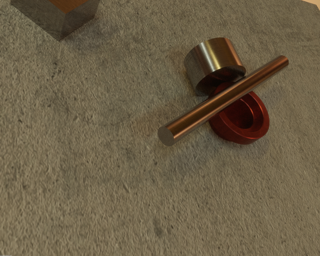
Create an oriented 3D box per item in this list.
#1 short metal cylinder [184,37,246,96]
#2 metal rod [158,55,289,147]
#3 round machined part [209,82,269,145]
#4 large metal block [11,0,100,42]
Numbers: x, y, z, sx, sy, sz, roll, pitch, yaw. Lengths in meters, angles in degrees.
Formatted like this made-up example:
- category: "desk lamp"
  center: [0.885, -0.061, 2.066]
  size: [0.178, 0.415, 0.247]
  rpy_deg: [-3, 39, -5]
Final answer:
- category: "short metal cylinder"
  center: [0.082, -0.091, 0.470]
  size: [0.081, 0.080, 0.050]
  rpy_deg: [-6, 65, -31]
- category: "metal rod"
  center: [0.108, -0.052, 0.441]
  size: [0.302, 0.025, 0.025]
  rpy_deg: [-31, 79, -38]
- category: "round machined part"
  center: [0.112, -0.018, 0.467]
  size: [0.099, 0.042, 0.098]
  rpy_deg: [14, 56, -21]
- category: "large metal block"
  center: [-0.139, -0.178, 0.422]
  size: [0.080, 0.050, 0.080]
  rpy_deg: [38, 51, -3]
